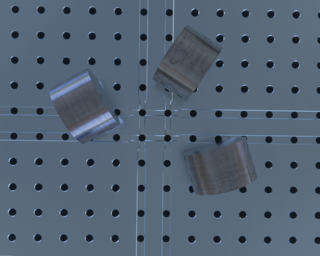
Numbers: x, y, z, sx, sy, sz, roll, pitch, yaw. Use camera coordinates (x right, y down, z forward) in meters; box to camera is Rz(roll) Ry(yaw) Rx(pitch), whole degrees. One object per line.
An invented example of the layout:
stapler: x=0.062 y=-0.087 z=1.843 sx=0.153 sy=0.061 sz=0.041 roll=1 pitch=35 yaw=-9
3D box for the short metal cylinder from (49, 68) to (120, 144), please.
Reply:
short metal cylinder: x=-0.091 y=-0.027 z=0.385 sx=0.050 sy=0.080 sz=0.080 roll=-29 pitch=90 yaw=0

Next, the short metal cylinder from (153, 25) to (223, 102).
short metal cylinder: x=0.034 y=-0.080 z=0.386 sx=0.050 sy=0.080 sz=0.080 roll=34 pitch=90 yaw=-1

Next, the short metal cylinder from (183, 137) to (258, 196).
short metal cylinder: x=0.074 y=0.046 z=0.387 sx=0.080 sy=0.080 sz=0.050 roll=-16 pitch=90 yaw=0
